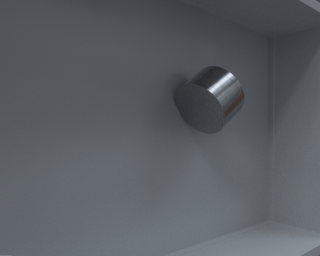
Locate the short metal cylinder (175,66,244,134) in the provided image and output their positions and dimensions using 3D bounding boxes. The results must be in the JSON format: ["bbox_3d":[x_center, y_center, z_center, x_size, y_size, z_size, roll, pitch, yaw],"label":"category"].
[{"bbox_3d":[0.069,-0.039,0.431,0.050,0.080,0.080,-42,116,-32],"label":"short metal cylinder"}]
